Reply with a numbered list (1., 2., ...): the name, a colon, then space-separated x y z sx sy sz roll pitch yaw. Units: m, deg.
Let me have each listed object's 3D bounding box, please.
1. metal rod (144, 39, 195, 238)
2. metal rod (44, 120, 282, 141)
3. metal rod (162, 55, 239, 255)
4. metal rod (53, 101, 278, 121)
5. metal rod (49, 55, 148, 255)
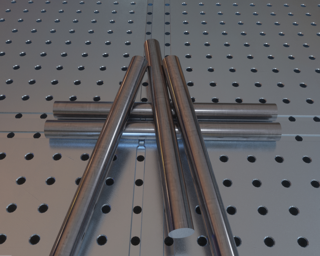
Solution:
1. metal rod: 0.004 -0.015 0.388 0.025 0.025 0.300 -5 50 -4
2. metal rod: 0.004 0.003 0.405 0.302 0.025 0.025 1 50 0
3. metal rod: 0.043 0.030 0.359 0.025 0.025 0.299 -8 58 -7
4. metal rod: 0.007 -0.023 0.428 0.302 0.025 0.025 1 50 0
5. metal rod: -0.065 0.029 0.359 0.025 0.025 0.300 11 58 9
